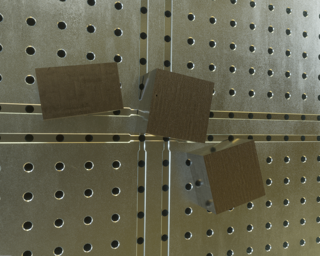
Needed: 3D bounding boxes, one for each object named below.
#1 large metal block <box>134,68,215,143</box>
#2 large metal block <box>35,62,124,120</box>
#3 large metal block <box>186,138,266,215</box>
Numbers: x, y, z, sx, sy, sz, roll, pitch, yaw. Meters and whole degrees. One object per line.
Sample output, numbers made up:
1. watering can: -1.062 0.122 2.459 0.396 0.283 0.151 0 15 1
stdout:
1. large metal block: 0.018 -0.026 0.407 0.081 0.050 0.080 10 87 -20
2. large metal block: -0.093 -0.039 0.349 0.081 0.080 0.050 -9 94 -20
3. large metal block: 0.092 0.064 0.435 0.081 0.050 0.080 -15 95 -20
